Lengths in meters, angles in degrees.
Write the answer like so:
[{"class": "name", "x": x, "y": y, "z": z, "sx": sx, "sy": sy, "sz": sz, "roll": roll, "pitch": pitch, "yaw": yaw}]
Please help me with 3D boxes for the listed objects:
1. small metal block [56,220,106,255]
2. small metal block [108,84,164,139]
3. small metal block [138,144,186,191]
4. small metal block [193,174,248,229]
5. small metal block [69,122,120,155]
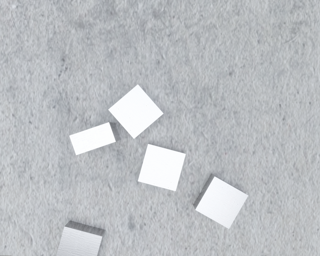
[{"class": "small metal block", "x": -0.105, "y": 0.156, "z": 0.409, "sx": 0.050, "sy": 0.025, "sz": 0.050, "roll": 15, "pitch": 90, "yaw": -1}, {"class": "small metal block", "x": -0.031, "y": -0.021, "z": 0.410, "sx": 0.050, "sy": 0.025, "sz": 0.050, "roll": -41, "pitch": 91, "yaw": 0}, {"class": "small metal block", "x": 0.002, "y": 0.051, "z": 0.410, "sx": 0.050, "sy": 0.025, "sz": 0.050, "roll": 15, "pitch": 90, "yaw": -1}, {"class": "small metal block", "x": 0.080, "y": 0.096, "z": 0.411, "sx": 0.050, "sy": 0.025, "sz": 0.050, "roll": 30, "pitch": 90, "yaw": -1}, {"class": "small metal block", "x": -0.081, "y": 0.013, "z": 0.396, "sx": 0.050, "sy": 0.050, "sz": 0.025, "roll": -19, "pitch": 90, "yaw": 0}]
